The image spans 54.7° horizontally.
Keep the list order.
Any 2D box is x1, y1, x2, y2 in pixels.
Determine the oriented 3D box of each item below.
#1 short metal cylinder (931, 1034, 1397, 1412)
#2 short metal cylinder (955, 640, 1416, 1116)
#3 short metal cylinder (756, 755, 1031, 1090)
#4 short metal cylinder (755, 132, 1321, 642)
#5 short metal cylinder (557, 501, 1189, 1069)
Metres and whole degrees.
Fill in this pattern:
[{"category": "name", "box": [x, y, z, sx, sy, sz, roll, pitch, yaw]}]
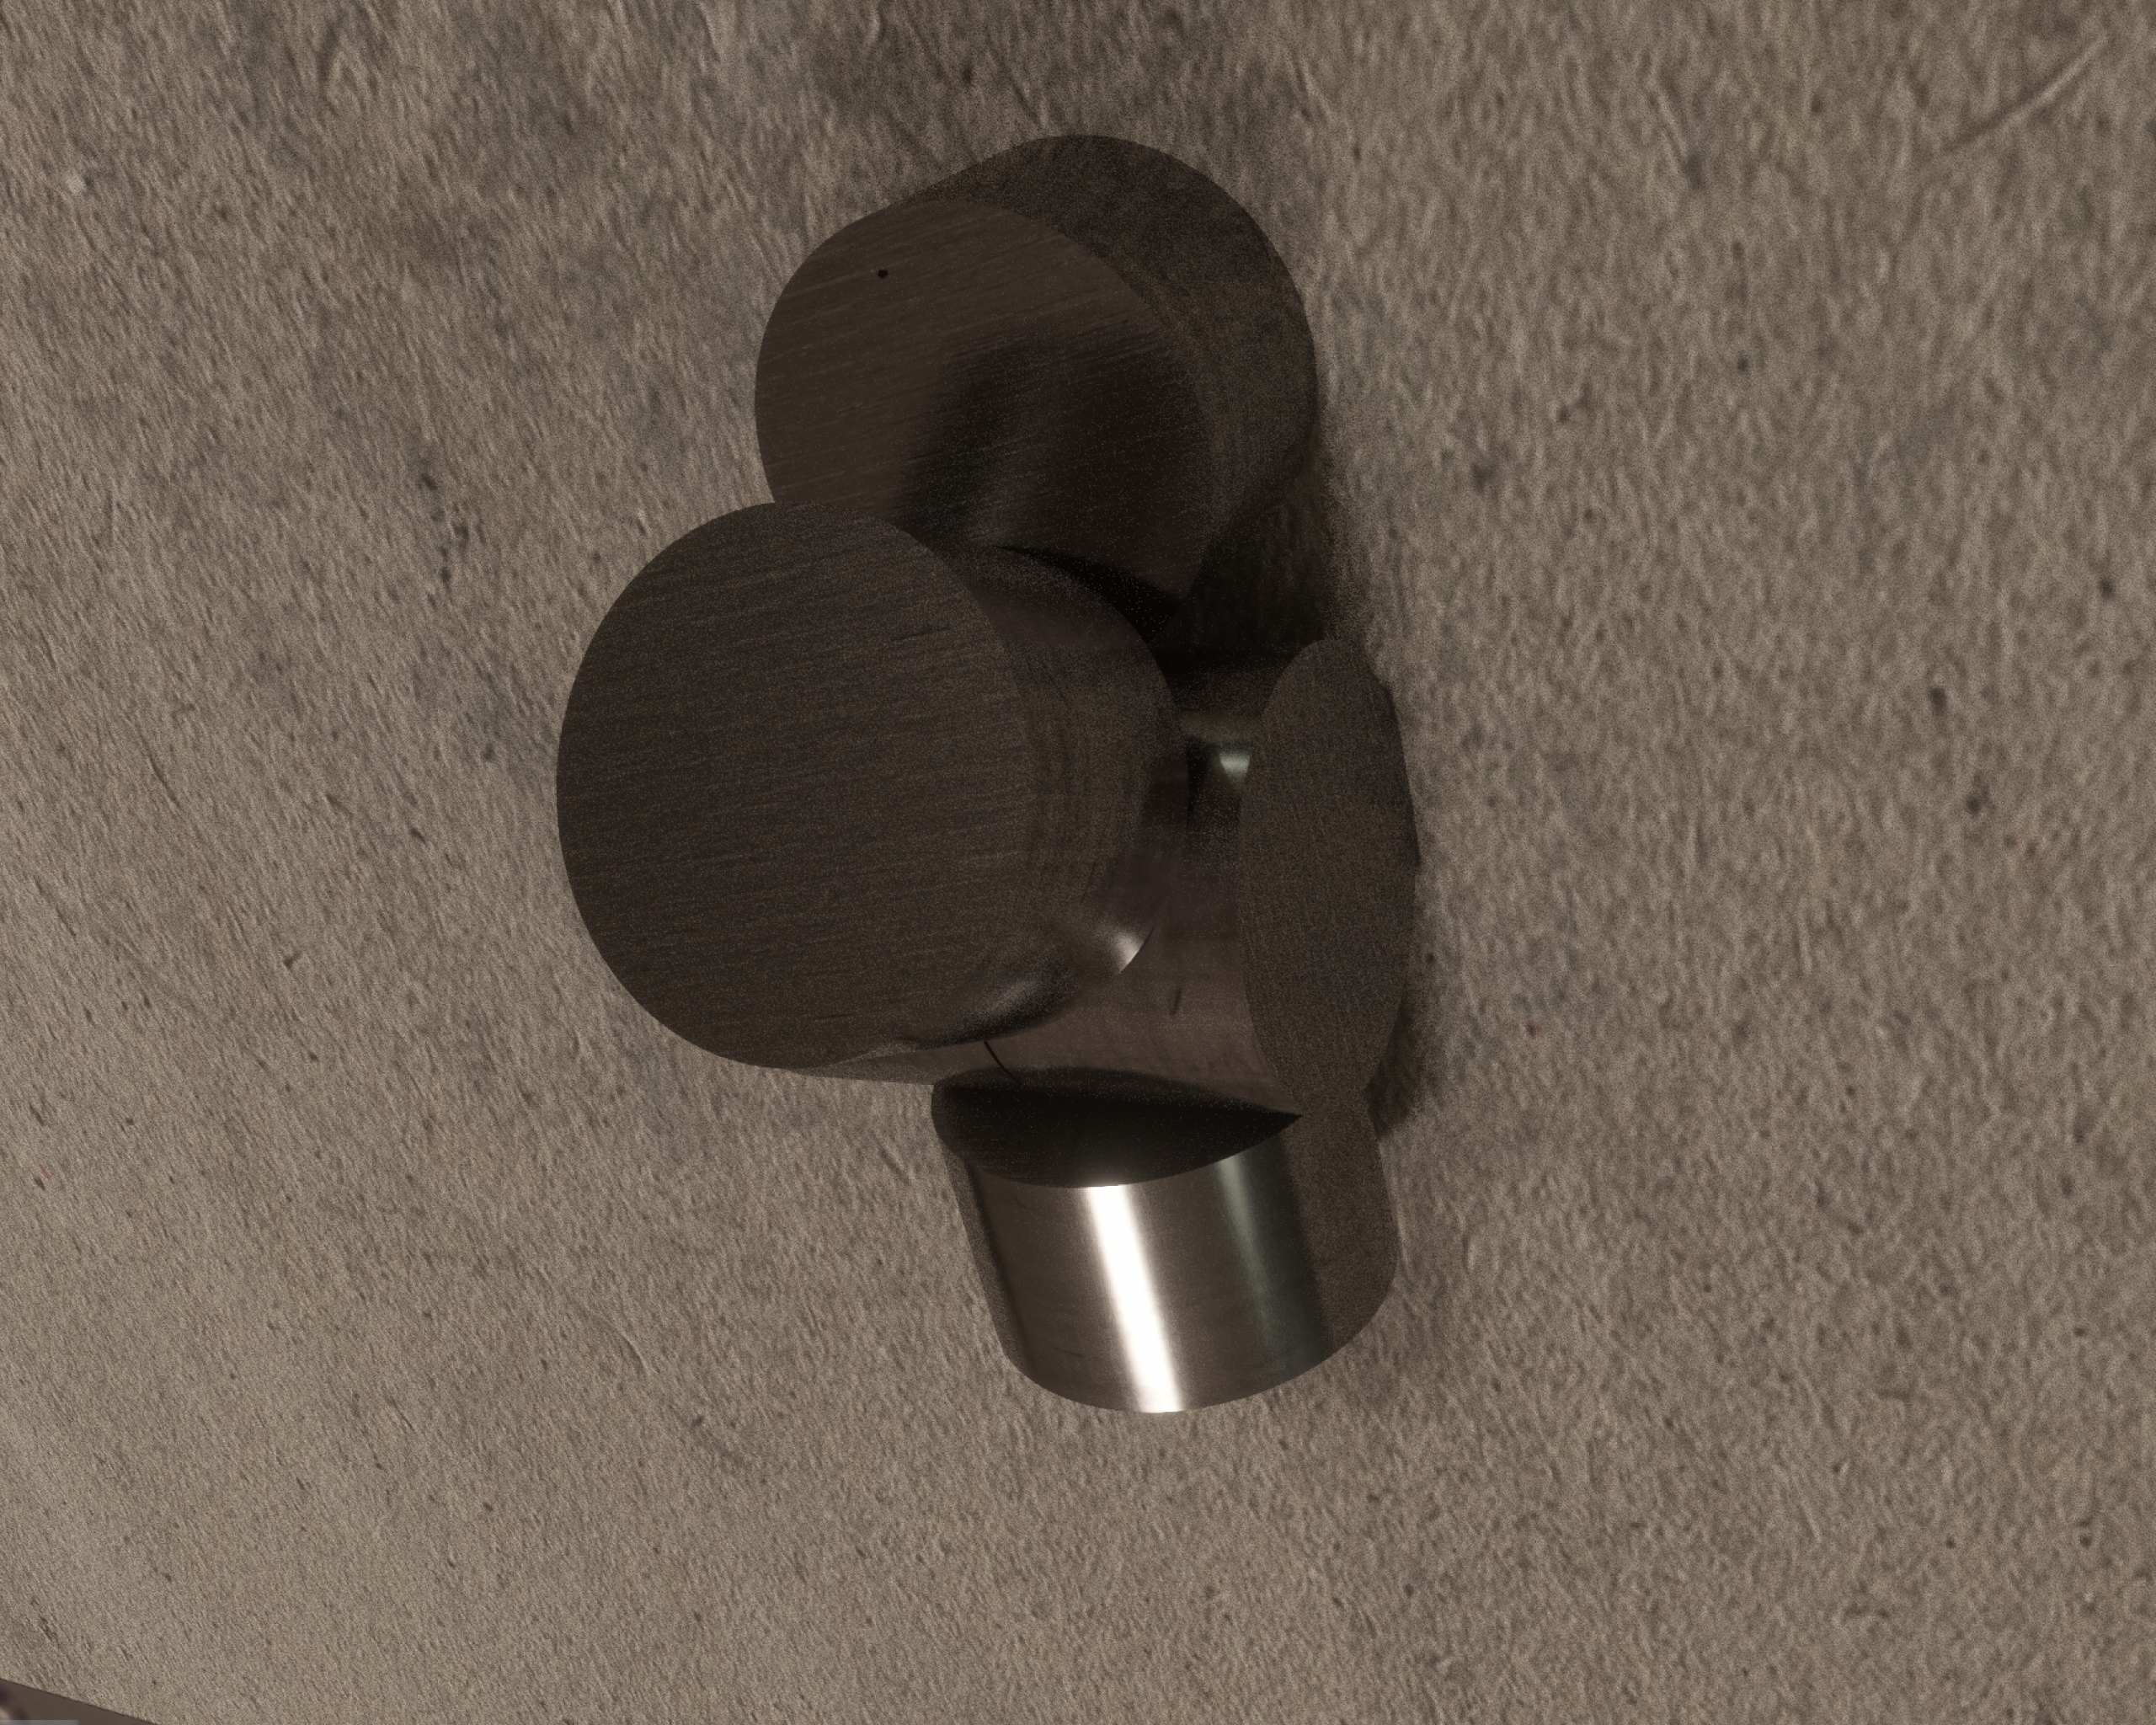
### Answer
[{"category": "short metal cylinder", "box": [0.017, 0.059, 0.399, 0.080, 0.080, 0.050, 0, 118, 28]}, {"category": "short metal cylinder", "box": [0.021, 0.002, 0.361, 0.050, 0.080, 0.080, 1, 119, 28]}, {"category": "short metal cylinder", "box": [-0.025, 0.001, 0.386, 0.050, 0.080, 0.079, 1, 119, 27]}, {"category": "short metal cylinder", "box": [-0.006, -0.076, 0.348, 0.080, 0.050, 0.079, 13, 124, 20]}, {"category": "short metal cylinder", "box": [-0.030, -0.011, 0.315, 0.080, 0.050, 0.079, 0, 90, 27]}]
